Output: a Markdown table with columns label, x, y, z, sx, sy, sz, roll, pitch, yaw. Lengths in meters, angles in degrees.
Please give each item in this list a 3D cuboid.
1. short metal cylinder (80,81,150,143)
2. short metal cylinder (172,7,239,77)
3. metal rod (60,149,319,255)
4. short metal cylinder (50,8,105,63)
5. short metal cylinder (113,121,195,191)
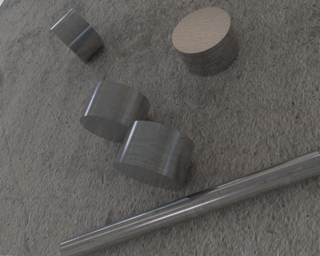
| label | x | y | z | sx | sy | sz | roll | pitch | yaw |
| --- | --- | --- | --- | --- | --- | --- | --- | --- | --- |
| short metal cylinder | -0.058 | -0.018 | 0.411 | 0.080 | 0.080 | 0.050 | 3 | 64 | 30 |
| short metal cylinder | 0.063 | -0.118 | 0.427 | 0.080 | 0.050 | 0.080 | -13 | 56 | 21 |
| metal rod | 0.022 | 0.090 | 0.336 | 0.301 | 0.025 | 0.025 | -23 | 53 | 14 |
| short metal cylinder | -0.144 | -0.160 | 0.542 | 0.050 | 0.080 | 0.080 | -46 | 51 | -3 |
| short metal cylinder | -0.006 | 0.033 | 0.352 | 0.080 | 0.080 | 0.050 | 6 | 65 | 31 |
